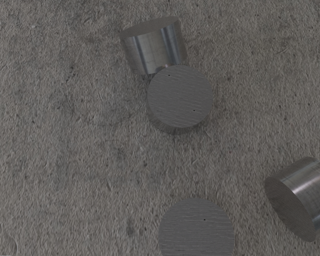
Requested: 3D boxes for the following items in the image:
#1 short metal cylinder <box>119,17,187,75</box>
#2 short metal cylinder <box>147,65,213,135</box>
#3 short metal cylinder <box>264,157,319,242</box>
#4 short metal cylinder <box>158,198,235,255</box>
[{"bbox_3d":[-0.008,-0.111,0.413,0.080,0.050,0.080,-13,29,8],"label":"short metal cylinder"},{"bbox_3d":[0.023,-0.035,0.401,0.081,0.050,0.080,1,78,-4],"label":"short metal cylinder"},{"bbox_3d":[0.165,0.079,0.351,0.050,0.080,0.080,-27,72,-9],"label":"short metal cylinder"},{"bbox_3d":[0.038,0.123,0.350,0.081,0.050,0.080,0,70,0],"label":"short metal cylinder"}]
